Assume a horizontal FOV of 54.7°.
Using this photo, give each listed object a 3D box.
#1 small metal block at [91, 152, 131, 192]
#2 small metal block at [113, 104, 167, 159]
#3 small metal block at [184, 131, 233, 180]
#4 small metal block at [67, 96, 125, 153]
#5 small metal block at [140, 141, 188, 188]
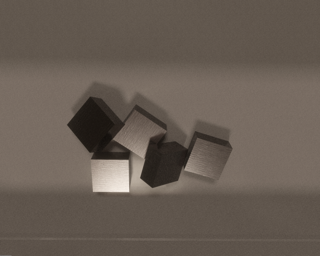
[{"bbox_3d":[-0.068,0.061,0.433,0.050,0.025,0.050,1,110,-1],"label":"small metal block"},{"bbox_3d":[-0.026,0.005,0.413,0.050,0.025,0.050,34,106,-12],"label":"small metal block"},{"bbox_3d":[0.064,0.038,0.426,0.050,0.025,0.050,17,109,-7],"label":"small metal block"},{"bbox_3d":[-0.082,-0.004,0.397,0.050,0.025,0.050,-47,73,15],"label":"small metal block"},{"bbox_3d":[0.006,0.048,0.414,0.050,0.025,0.050,-5,118,-46],"label":"small metal block"}]
